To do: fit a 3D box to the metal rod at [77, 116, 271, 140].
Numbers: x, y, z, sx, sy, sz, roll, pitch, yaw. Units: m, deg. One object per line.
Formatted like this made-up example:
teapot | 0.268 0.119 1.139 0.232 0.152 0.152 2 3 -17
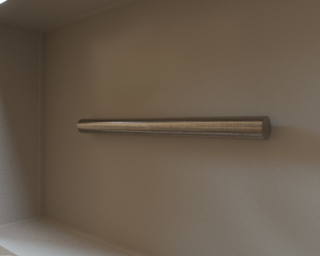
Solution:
metal rod | -0.008 -0.002 0.409 0.300 0.025 0.025 1 91 39
